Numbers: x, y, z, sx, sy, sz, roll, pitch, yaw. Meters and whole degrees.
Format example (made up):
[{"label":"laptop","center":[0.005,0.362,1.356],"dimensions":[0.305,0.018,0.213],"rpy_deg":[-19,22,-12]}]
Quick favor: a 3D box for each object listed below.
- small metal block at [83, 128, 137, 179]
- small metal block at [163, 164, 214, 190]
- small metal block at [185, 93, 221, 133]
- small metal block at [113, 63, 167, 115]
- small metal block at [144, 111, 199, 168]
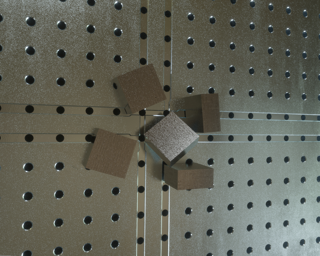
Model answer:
[{"label":"small metal block","center":[-0.063,0.032,0.390],"dimensions":[0.050,0.025,0.050],"rpy_deg":[20,83,-19]},{"label":"small metal block","center":[0.037,0.063,0.414],"dimensions":[0.050,0.050,0.025],"rpy_deg":[0,92,-20]},{"label":"small metal block","center":[0.057,-0.020,0.422],"dimensions":[0.025,0.050,0.050],"rpy_deg":[-5,92,-20]},{"label":"small metal block","center":[-0.026,-0.051,0.404],"dimensions":[0.050,0.025,0.050],"rpy_deg":[-25,99,-19]},{"label":"small metal block","center":[0.015,0.015,0.407],"dimensions":[0.050,0.025,0.050],"rpy_deg":[-39,70,-17]}]
